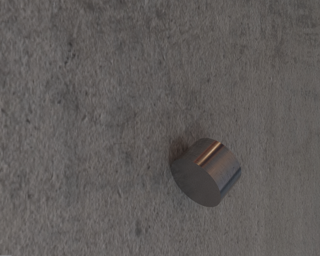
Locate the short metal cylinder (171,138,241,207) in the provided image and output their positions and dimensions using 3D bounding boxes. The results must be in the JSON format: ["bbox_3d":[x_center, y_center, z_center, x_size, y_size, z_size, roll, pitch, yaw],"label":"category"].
[{"bbox_3d":[0.063,0.061,0.424,0.050,0.080,0.080,-39,114,-33],"label":"short metal cylinder"}]
